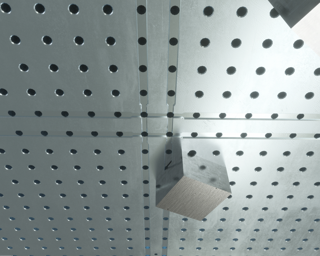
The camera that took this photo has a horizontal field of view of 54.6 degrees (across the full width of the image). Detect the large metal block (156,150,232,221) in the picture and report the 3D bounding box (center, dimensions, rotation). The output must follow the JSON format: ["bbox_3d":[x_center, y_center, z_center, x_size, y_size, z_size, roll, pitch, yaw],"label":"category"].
[{"bbox_3d":[0.048,0.089,0.471,0.080,0.050,0.080,23,127,-18],"label":"large metal block"}]

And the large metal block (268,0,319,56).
[{"bbox_3d":[0.155,-0.103,0.289,0.080,0.080,0.050,31,123,-24],"label":"large metal block"}]
